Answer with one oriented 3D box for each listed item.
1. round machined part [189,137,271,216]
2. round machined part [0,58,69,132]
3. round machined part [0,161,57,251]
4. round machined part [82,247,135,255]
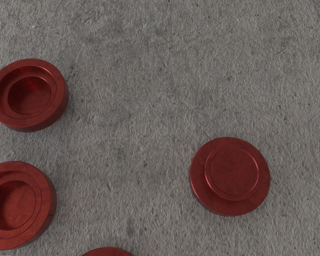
[{"bbox_3d":[0.086,0.057,0.379,0.099,0.042,0.098,0,70,0],"label":"round machined part"},{"bbox_3d":[-0.170,-0.040,0.412,0.099,0.042,0.098,0,70,0],"label":"round machined part"},{"bbox_3d":[-0.170,0.091,0.364,0.099,0.042,0.098,0,70,0],"label":"round machined part"},{"bbox_3d":[-0.060,0.180,0.333,0.099,0.042,0.098,0,70,0],"label":"round machined part"}]
